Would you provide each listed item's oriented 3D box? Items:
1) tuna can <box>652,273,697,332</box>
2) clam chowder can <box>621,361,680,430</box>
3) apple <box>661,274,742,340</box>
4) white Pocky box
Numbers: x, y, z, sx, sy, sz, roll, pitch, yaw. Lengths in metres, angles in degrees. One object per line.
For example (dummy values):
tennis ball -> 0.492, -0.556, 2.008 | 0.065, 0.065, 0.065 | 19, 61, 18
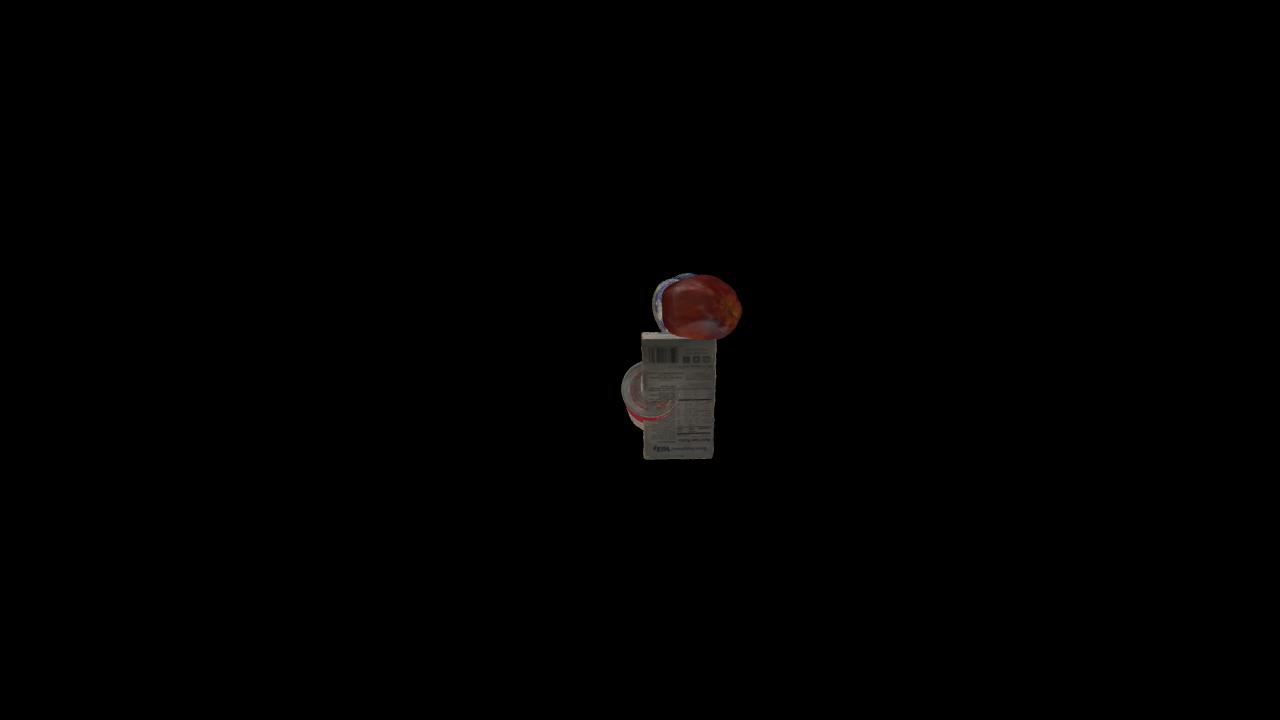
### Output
tuna can -> 0.057, -0.063, 0.750 | 0.084, 0.084, 0.034 | 0, 22, 46
clam chowder can -> 0.014, 0.046, 0.739 | 0.068, 0.068, 0.102 | 0, -16, 2
apple -> 0.067, -0.056, 0.678 | 0.079, 0.079, 0.093 | 0, 2, -40
white Pocky box -> 0.044, 0.043, 0.704 | 0.084, 0.154, 0.028 | -1, 23, 2
